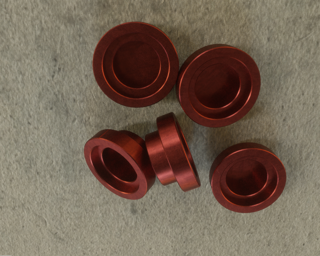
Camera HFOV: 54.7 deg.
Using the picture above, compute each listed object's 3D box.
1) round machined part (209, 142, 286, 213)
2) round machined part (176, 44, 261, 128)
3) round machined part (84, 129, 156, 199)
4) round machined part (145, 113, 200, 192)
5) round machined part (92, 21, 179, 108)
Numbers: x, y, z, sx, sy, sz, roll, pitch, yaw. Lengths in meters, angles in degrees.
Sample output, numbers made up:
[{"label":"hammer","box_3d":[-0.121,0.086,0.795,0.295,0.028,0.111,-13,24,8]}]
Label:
[{"label":"round machined part","box_3d":[0.117,0.064,0.426,0.099,0.042,0.097,0,110,-1]},{"label":"round machined part","box_3d":[0.067,-0.053,0.377,0.099,0.042,0.097,-4,115,-9]},{"label":"round machined part","box_3d":[-0.046,0.042,0.399,0.098,0.042,0.097,21,134,24]},{"label":"round machined part","box_3d":[0.013,0.033,0.383,0.042,0.098,0.098,-21,109,7]},{"label":"round machined part","box_3d":[-0.028,-0.077,0.372,0.099,0.042,0.097,0,110,0]}]
